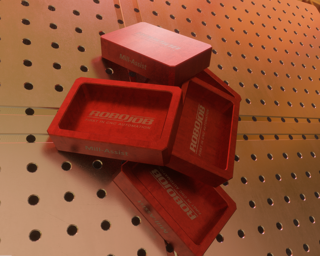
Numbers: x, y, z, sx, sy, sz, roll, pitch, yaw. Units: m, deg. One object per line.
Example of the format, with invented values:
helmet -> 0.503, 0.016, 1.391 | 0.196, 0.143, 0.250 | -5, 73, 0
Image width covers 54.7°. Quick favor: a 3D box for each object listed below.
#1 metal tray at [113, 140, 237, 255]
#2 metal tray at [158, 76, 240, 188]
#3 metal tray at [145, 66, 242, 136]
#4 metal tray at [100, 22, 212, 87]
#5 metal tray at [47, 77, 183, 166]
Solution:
metal tray -> 0.020, 0.077, 0.370 | 0.130, 0.030, 0.091 | 48, 51, 5
metal tray -> 0.052, 0.000, 0.396 | 0.090, 0.030, 0.130 | 26, 52, -13
metal tray -> 0.052, -0.055, 0.468 | 0.130, 0.030, 0.090 | 40, 51, -2
metal tray -> -0.006, -0.106, 0.429 | 0.130, 0.030, 0.091 | 29, 44, 29
metal tray -> -0.046, -0.011, 0.349 | 0.131, 0.030, 0.090 | 7, 53, 11
